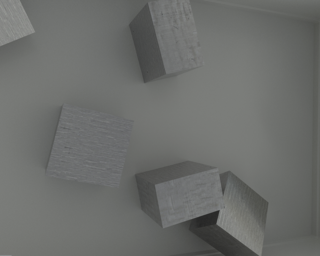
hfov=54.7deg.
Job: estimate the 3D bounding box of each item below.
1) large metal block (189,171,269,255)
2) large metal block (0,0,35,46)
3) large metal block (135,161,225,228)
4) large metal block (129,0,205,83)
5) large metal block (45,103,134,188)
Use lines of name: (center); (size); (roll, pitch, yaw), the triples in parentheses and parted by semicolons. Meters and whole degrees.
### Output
large metal block: (0.095, 0.118, 0.417); (0.080, 0.050, 0.080); (39, 49, -16)
large metal block: (-0.187, -0.124, 0.308); (0.080, 0.050, 0.080); (-30, 135, -18)
large metal block: (0.022, 0.079, 0.391); (0.081, 0.080, 0.050); (-12, 94, -20)
large metal block: (0.006, -0.105, 0.384); (0.050, 0.080, 0.080); (-17, 96, -20)
large metal block: (-0.084, 0.021, 0.367); (0.081, 0.050, 0.080); (14, 85, -20)
